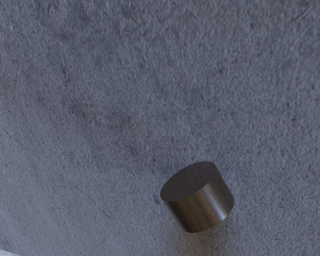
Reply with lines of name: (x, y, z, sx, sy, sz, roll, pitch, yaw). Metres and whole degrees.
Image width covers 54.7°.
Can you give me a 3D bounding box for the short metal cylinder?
short metal cylinder: (0.048, 0.087, 0.399, 0.080, 0.080, 0.050, -21, 107, 35)
